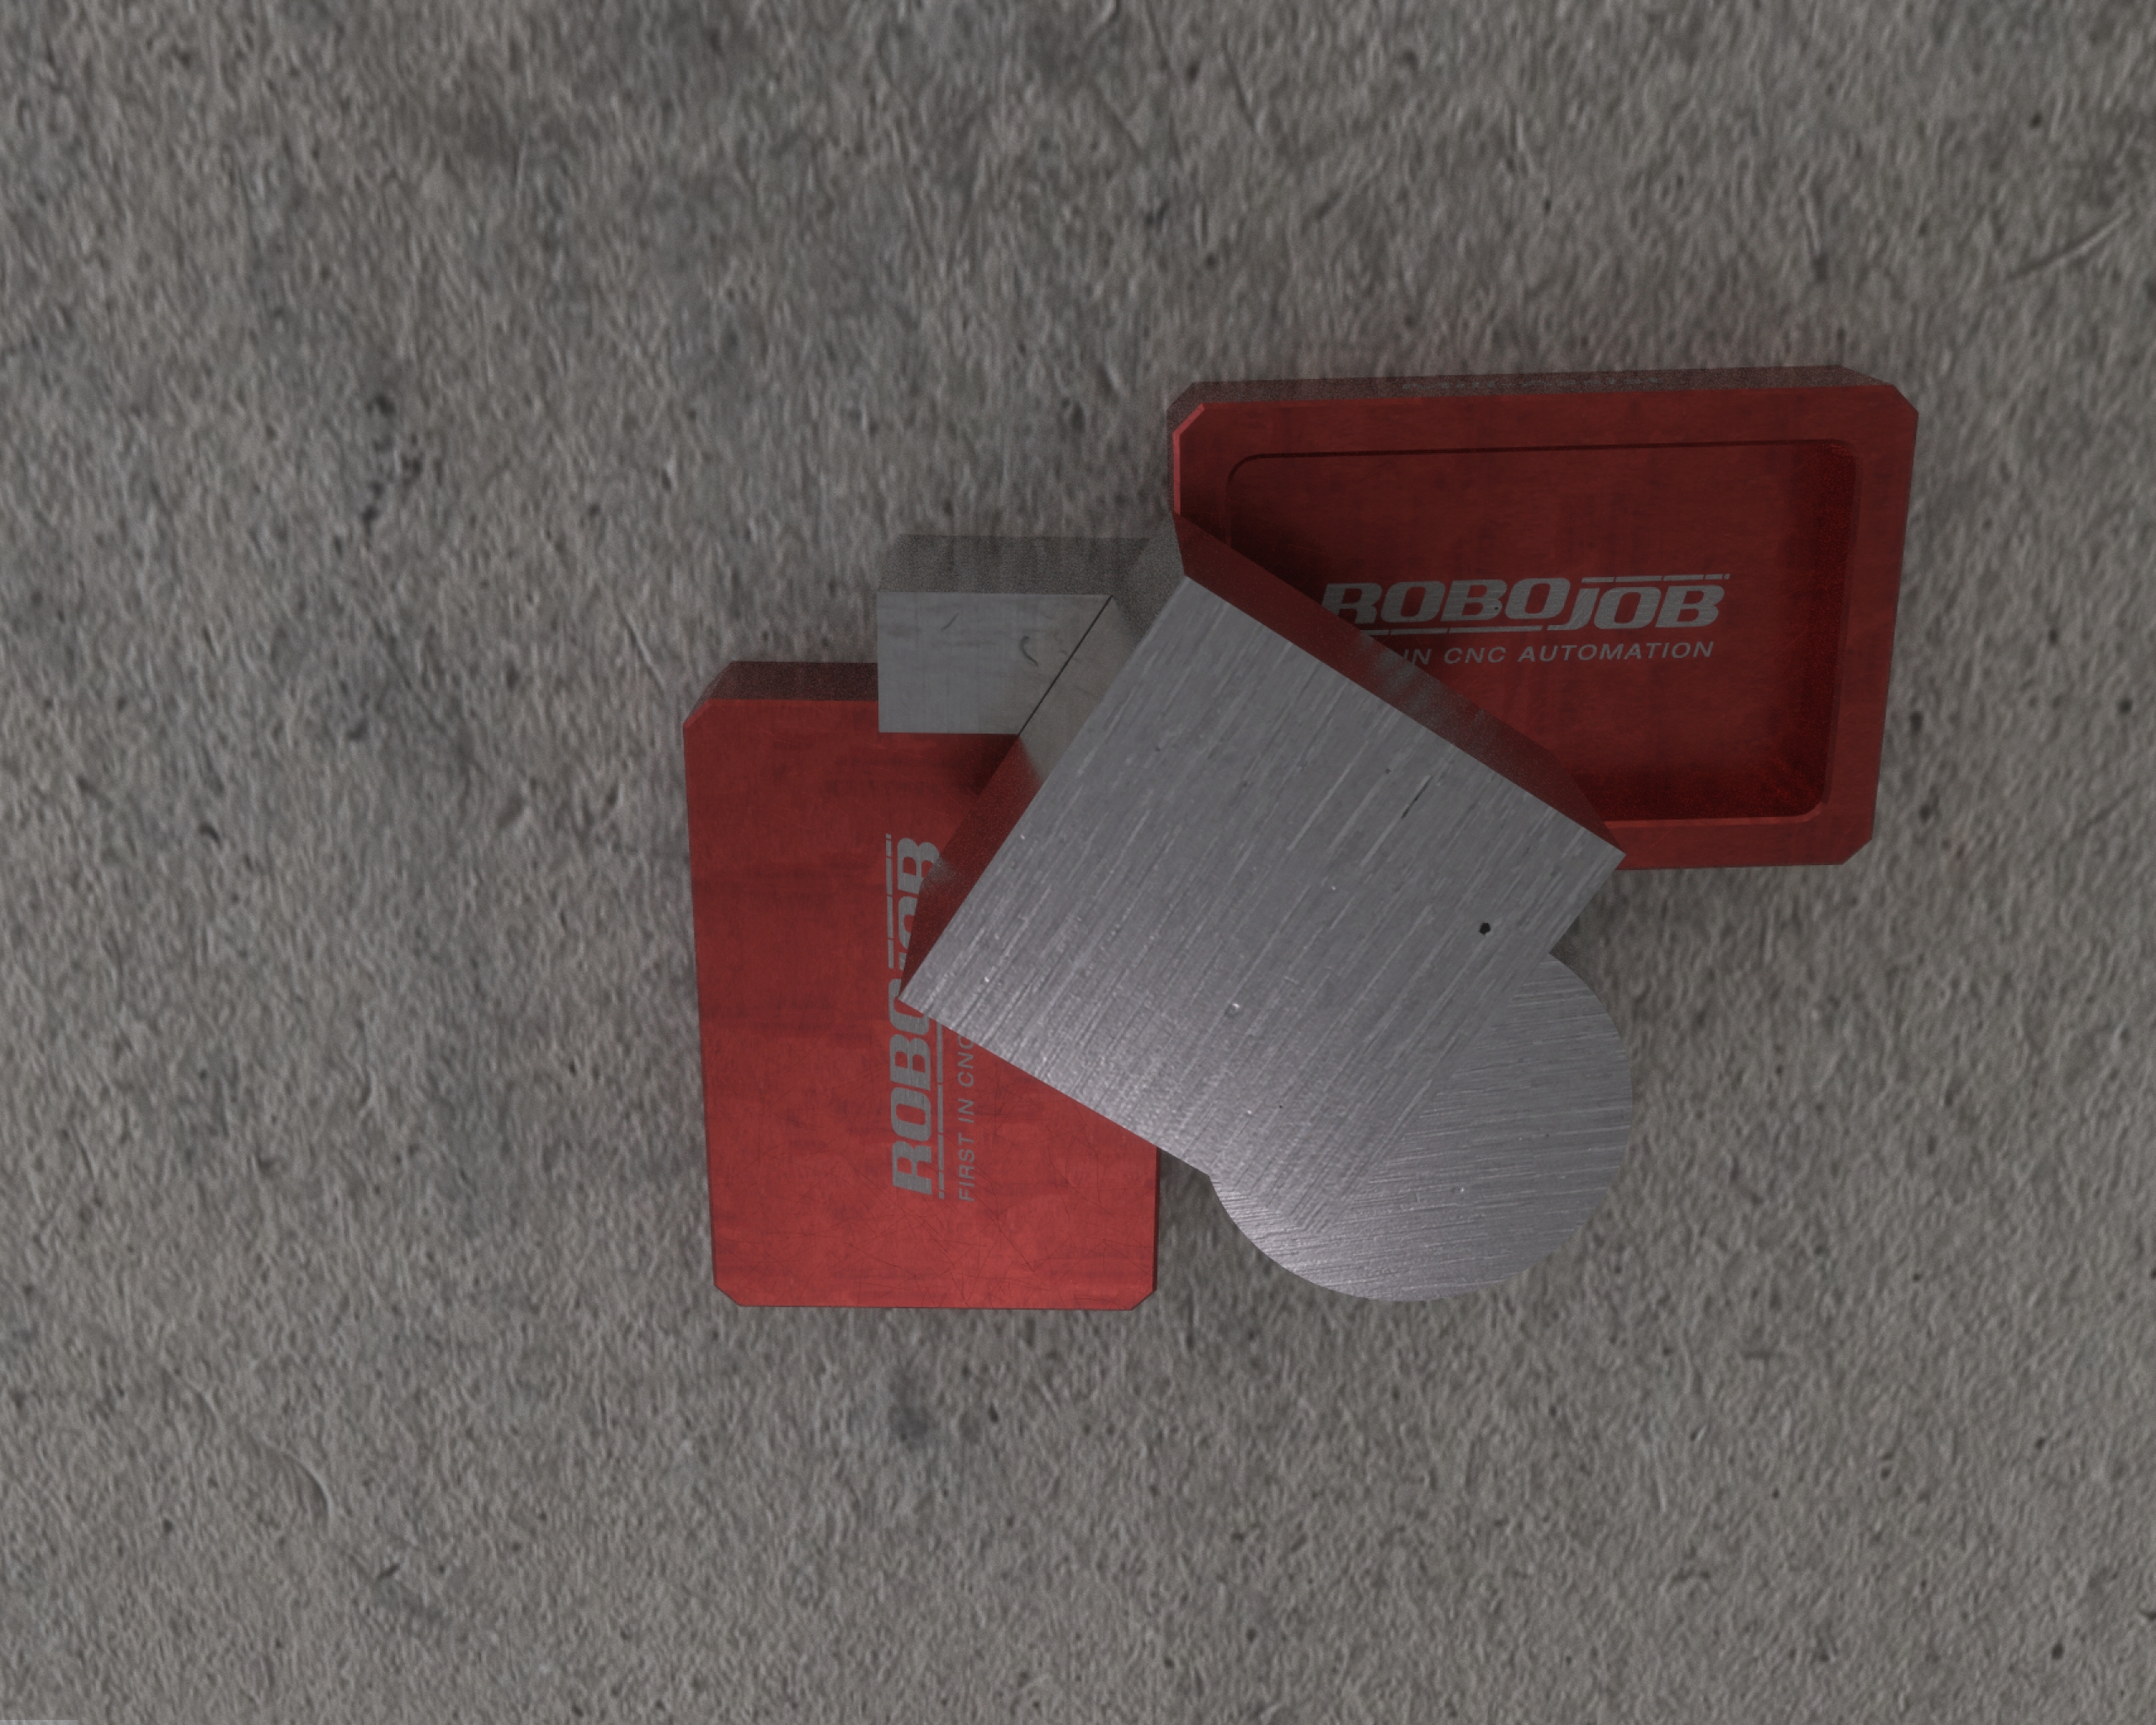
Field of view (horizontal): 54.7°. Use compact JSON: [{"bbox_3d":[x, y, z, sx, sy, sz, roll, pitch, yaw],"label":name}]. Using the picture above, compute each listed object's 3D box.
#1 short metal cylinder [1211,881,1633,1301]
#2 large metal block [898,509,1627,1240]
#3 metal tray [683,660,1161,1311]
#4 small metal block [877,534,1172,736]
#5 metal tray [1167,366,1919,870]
[{"bbox_3d":[0.063,0.039,0.412,0.080,0.050,0.079,0,110,0],"label":"short metal cylinder"},{"bbox_3d":[0.028,0.001,0.344,0.080,0.050,0.080,31,107,-11],"label":"large metal block"},{"bbox_3d":[-0.028,0.026,0.419,0.091,0.030,0.129,1,110,0],"label":"metal tray"},{"bbox_3d":[-0.009,-0.043,0.382,0.050,0.050,0.025,1,110,-1],"label":"small metal block"},{"bbox_3d":[0.083,-0.045,0.392,0.131,0.030,0.089,-2,110,0],"label":"metal tray"}]
